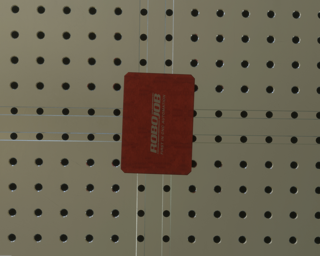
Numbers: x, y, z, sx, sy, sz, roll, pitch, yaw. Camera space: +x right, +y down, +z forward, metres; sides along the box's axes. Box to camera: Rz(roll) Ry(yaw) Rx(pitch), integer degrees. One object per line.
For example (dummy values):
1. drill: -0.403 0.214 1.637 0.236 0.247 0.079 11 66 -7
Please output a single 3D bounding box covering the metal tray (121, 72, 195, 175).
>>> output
1. metal tray: -0.003 -0.006 0.410 0.091 0.030 0.129 2 90 -1
